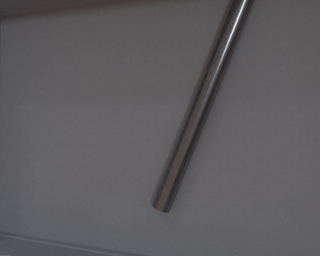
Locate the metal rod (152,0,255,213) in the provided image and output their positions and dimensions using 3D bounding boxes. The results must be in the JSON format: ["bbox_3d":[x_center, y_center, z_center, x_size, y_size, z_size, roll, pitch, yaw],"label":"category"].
[{"bbox_3d":[0.054,-0.033,0.391,0.025,0.025,0.299,23,98,18],"label":"metal rod"}]
